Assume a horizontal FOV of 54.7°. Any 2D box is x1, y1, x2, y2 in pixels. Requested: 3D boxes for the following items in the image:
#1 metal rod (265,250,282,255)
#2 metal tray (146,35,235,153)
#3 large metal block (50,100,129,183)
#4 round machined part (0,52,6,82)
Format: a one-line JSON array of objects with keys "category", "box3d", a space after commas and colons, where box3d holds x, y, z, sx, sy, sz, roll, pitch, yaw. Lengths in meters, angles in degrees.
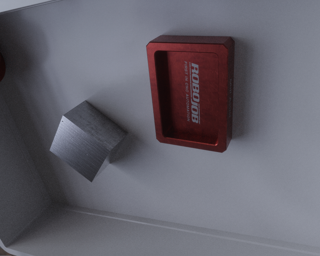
[{"category": "metal rod", "box3d": [0.147, 0.307, 0.522, 0.025, 0.025, 0.298, 19, 126, 16]}, {"category": "metal tray", "box3d": [0.037, -0.039, 0.360, 0.090, 0.030, 0.129, 8, 122, 23]}, {"category": "large metal block", "box3d": [-0.106, 0.020, 0.459, 0.080, 0.050, 0.080, 37, 129, 3]}, {"category": "round machined part", "box3d": [-0.269, -0.099, 0.439, 0.042, 0.098, 0.098, -27, 104, 37]}]
